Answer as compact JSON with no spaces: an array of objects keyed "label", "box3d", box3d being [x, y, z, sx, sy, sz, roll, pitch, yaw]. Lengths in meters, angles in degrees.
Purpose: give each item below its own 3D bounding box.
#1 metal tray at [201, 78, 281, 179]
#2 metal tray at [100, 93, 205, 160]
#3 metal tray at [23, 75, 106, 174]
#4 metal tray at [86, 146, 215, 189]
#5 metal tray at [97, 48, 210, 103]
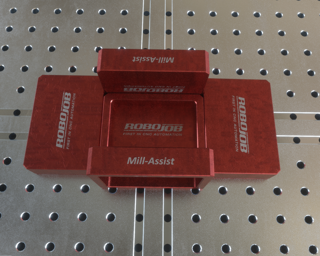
[{"label":"metal tray","box3d":[0.102,-0.001,0.409,0.091,0.030,0.130,1,70,-1]},{"label":"metal tray","box3d":[-0.009,0.001,0.406,0.131,0.030,0.090,1,70,0]},{"label":"metal tray","box3d":[-0.120,-0.006,0.409,0.091,0.030,0.130,1,70,0]},{"label":"metal tray","box3d":[-0.010,0.049,0.358,0.131,0.090,0.030,1,70,0]},{"label":"metal tray","box3d":[-0.008,-0.064,0.400,0.131,0.090,0.030,1,70,0]}]
